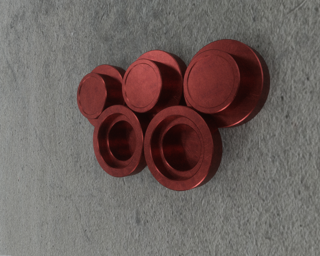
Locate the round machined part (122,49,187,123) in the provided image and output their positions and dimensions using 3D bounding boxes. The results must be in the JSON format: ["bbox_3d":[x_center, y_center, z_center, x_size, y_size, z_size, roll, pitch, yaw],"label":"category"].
[{"bbox_3d":[-0.011,-0.053,0.403,0.098,0.042,0.097,0,90,39],"label":"round machined part"}]

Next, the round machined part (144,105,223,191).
[{"bbox_3d":[0.031,0.023,0.368,0.098,0.042,0.097,0,90,39],"label":"round machined part"}]

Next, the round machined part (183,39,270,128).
[{"bbox_3d":[0.065,-0.049,0.341,0.098,0.042,0.097,0,90,39],"label":"round machined part"}]

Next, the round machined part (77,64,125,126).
[{"bbox_3d":[-0.087,-0.047,0.465,0.098,0.042,0.097,0,90,39],"label":"round machined part"}]

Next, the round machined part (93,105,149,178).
[{"bbox_3d":[-0.045,0.017,0.430,0.098,0.042,0.097,0,90,39],"label":"round machined part"}]
